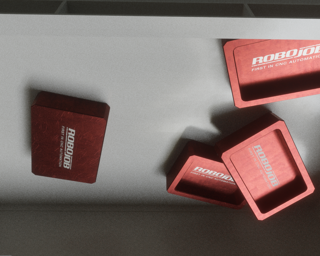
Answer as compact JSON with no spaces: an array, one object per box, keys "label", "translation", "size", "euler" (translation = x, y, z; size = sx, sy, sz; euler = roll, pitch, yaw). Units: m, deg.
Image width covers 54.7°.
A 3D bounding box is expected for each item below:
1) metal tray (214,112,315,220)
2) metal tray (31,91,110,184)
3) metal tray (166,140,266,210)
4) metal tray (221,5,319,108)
[{"label":"metal tray","translation":[0.143,0.055,0.420],"size":[0.090,0.030,0.130],"euler":[-31,113,5]},{"label":"metal tray","translation":[-0.123,0.018,0.420],"size":[0.091,0.030,0.129],"euler":[11,129,-10]},{"label":"metal tray","translation":[0.085,0.075,0.469],"size":[0.131,0.030,0.089],"euler":[17,128,-14]},{"label":"metal tray","translation":[0.139,-0.075,0.334],"size":[0.130,0.030,0.090],"euler":[-10,130,15]}]
